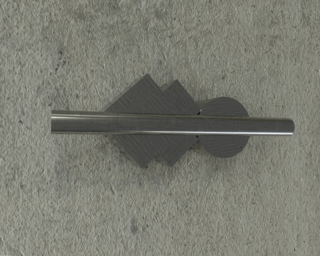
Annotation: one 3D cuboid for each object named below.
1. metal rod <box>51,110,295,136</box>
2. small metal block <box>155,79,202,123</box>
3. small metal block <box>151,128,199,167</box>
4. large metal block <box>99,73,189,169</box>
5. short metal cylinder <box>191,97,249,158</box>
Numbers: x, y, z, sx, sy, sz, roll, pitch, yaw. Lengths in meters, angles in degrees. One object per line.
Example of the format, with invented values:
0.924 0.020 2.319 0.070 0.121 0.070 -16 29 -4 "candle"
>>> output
0.031 -0.004 0.367 0.302 0.025 0.025 1 90 -20 "metal rod"
0.019 -0.033 0.405 0.025 0.050 0.050 -44 105 -14 "small metal block"
0.015 0.022 0.404 0.050 0.050 0.025 -44 104 -15 "small metal block"
-0.026 -0.008 0.386 0.080 0.050 0.080 -44 104 -15 "large metal block"
0.075 -0.001 0.424 0.081 0.050 0.080 0 90 -20 "short metal cylinder"
